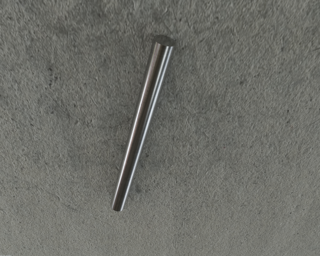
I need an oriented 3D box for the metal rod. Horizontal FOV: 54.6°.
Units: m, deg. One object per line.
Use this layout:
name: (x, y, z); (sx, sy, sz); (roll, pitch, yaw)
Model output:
metal rod: (-0.032, 0.018, 0.421); (0.025, 0.025, 0.298); (11, 129, -10)
